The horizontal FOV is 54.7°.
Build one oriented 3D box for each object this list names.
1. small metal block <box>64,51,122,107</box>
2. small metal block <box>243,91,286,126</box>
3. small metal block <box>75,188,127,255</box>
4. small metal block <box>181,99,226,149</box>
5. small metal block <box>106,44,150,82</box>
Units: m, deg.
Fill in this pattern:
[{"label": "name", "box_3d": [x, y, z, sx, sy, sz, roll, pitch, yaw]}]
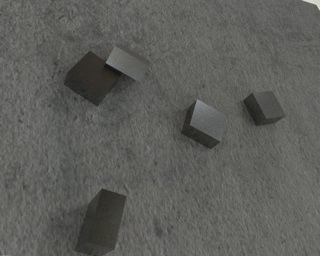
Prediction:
[{"label": "small metal block", "box_3d": [-0.085, -0.064, 0.398, 0.050, 0.025, 0.050, 34, 51, -6]}, {"label": "small metal block", "box_3d": [0.176, -0.034, 0.522, 0.050, 0.025, 0.050, -8, 66, -32]}, {"label": "small metal block", "box_3d": [-0.058, 0.093, 0.301, 0.025, 0.050, 0.050, 22, 54, -16]}, {"label": "small metal block", "box_3d": [0.063, -0.006, 0.443, 0.050, 0.025, 0.050, 28, 52, -11]}, {"label": "small metal block", "box_3d": [-0.042, -0.090, 0.422, 0.050, 0.025, 0.050, 29, 16, -10]}]
